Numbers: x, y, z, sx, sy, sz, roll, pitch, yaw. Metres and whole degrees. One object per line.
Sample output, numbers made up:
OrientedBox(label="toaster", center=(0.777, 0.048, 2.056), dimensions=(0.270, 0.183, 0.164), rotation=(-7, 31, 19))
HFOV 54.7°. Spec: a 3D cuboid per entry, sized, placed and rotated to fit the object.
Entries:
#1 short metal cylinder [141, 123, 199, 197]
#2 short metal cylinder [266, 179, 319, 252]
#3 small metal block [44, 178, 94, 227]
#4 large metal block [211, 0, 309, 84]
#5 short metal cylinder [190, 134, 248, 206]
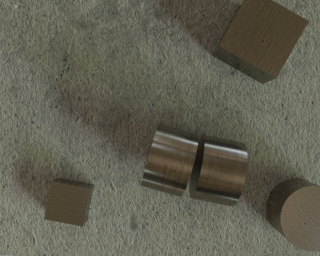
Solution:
OrientedBox(label="short metal cylinder", center=(0.012, 0.039, 0.383), dimensions=(0.050, 0.080, 0.080), rotation=(16, 90, 0))
OrientedBox(label="short metal cylinder", center=(0.186, 0.109, 0.399), dimensions=(0.081, 0.050, 0.079), rotation=(0, 90, 0))
OrientedBox(label="small metal block", center=(-0.119, 0.097, 0.409), dimensions=(0.050, 0.025, 0.050), rotation=(11, 90, 0))
OrientedBox(label="large metal block", center=(0.125, -0.114, 0.398), dimensions=(0.080, 0.050, 0.080), rotation=(30, 90, 0))
OrientedBox(label="short metal cylinder", center=(0.070, 0.052, 0.383), dimensions=(0.050, 0.080, 0.080), rotation=(12, 90, 0))
